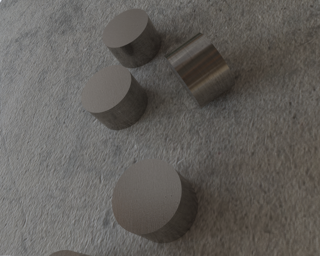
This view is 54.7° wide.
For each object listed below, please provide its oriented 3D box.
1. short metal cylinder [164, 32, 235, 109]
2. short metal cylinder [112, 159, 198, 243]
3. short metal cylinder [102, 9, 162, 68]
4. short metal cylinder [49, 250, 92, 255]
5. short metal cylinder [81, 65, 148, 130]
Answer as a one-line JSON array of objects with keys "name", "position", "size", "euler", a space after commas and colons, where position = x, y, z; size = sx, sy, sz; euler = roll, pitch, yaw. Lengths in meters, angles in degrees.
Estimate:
[{"name": "short metal cylinder", "position": [0.049, -0.071, 0.386], "size": [0.050, 0.080, 0.080], "euler": [-35, 52, 5]}, {"name": "short metal cylinder", "position": [-0.005, 0.080, 0.340], "size": [0.080, 0.050, 0.080], "euler": [-13, 56, 20]}, {"name": "short metal cylinder", "position": [-0.044, -0.143, 0.497], "size": [0.080, 0.050, 0.080], "euler": [-13, 56, 20]}, {"name": "short metal cylinder", "position": [-0.092, 0.175, 0.327], "size": [0.080, 0.050, 0.080], "euler": [-13, 56, 20]}, {"name": "short metal cylinder", "position": [-0.065, -0.044, 0.447], "size": [0.080, 0.050, 0.080], "euler": [-13, 56, 20]}]
